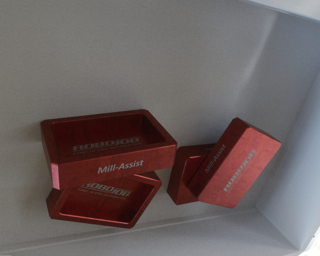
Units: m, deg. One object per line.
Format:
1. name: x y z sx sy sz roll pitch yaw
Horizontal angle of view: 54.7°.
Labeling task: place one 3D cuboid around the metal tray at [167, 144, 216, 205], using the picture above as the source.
1. metal tray: 0.082 0.070 0.496 0.131 0.030 0.089 -4 120 -27

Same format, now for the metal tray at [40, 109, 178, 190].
1. metal tray: -0.058 0.017 0.346 0.131 0.090 0.030 -8 122 -25

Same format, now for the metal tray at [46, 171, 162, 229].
1. metal tray: -0.072 0.087 0.420 0.131 0.030 0.090 22 106 -37

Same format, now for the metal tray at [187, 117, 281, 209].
1. metal tray: 0.112 0.056 0.464 0.091 0.030 0.129 22 106 -37
